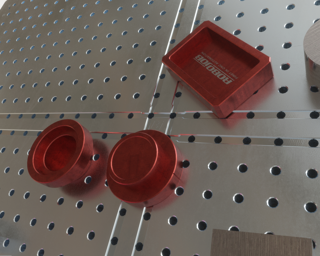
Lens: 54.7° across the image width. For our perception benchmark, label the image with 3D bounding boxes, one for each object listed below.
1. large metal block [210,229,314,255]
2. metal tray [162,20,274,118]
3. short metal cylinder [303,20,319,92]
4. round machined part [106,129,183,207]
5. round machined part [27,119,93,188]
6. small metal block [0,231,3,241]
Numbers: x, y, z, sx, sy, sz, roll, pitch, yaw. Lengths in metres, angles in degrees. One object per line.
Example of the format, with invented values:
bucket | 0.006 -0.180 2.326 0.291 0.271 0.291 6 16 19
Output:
large metal block | 0.087 0.136 0.263 0.080 0.050 0.080 -3 60 26
metal tray | 0.073 -0.083 0.417 0.090 0.030 0.130 -41 51 0
short metal cylinder | 0.201 -0.080 0.336 0.080 0.050 0.080 -13 56 21
round machined part | -0.025 0.044 0.383 0.098 0.042 0.098 -13 56 21
round machined part | -0.137 0.039 0.445 0.098 0.042 0.098 -13 56 21
small metal block | -0.261 0.145 0.441 0.050 0.050 0.025 32 80 38
